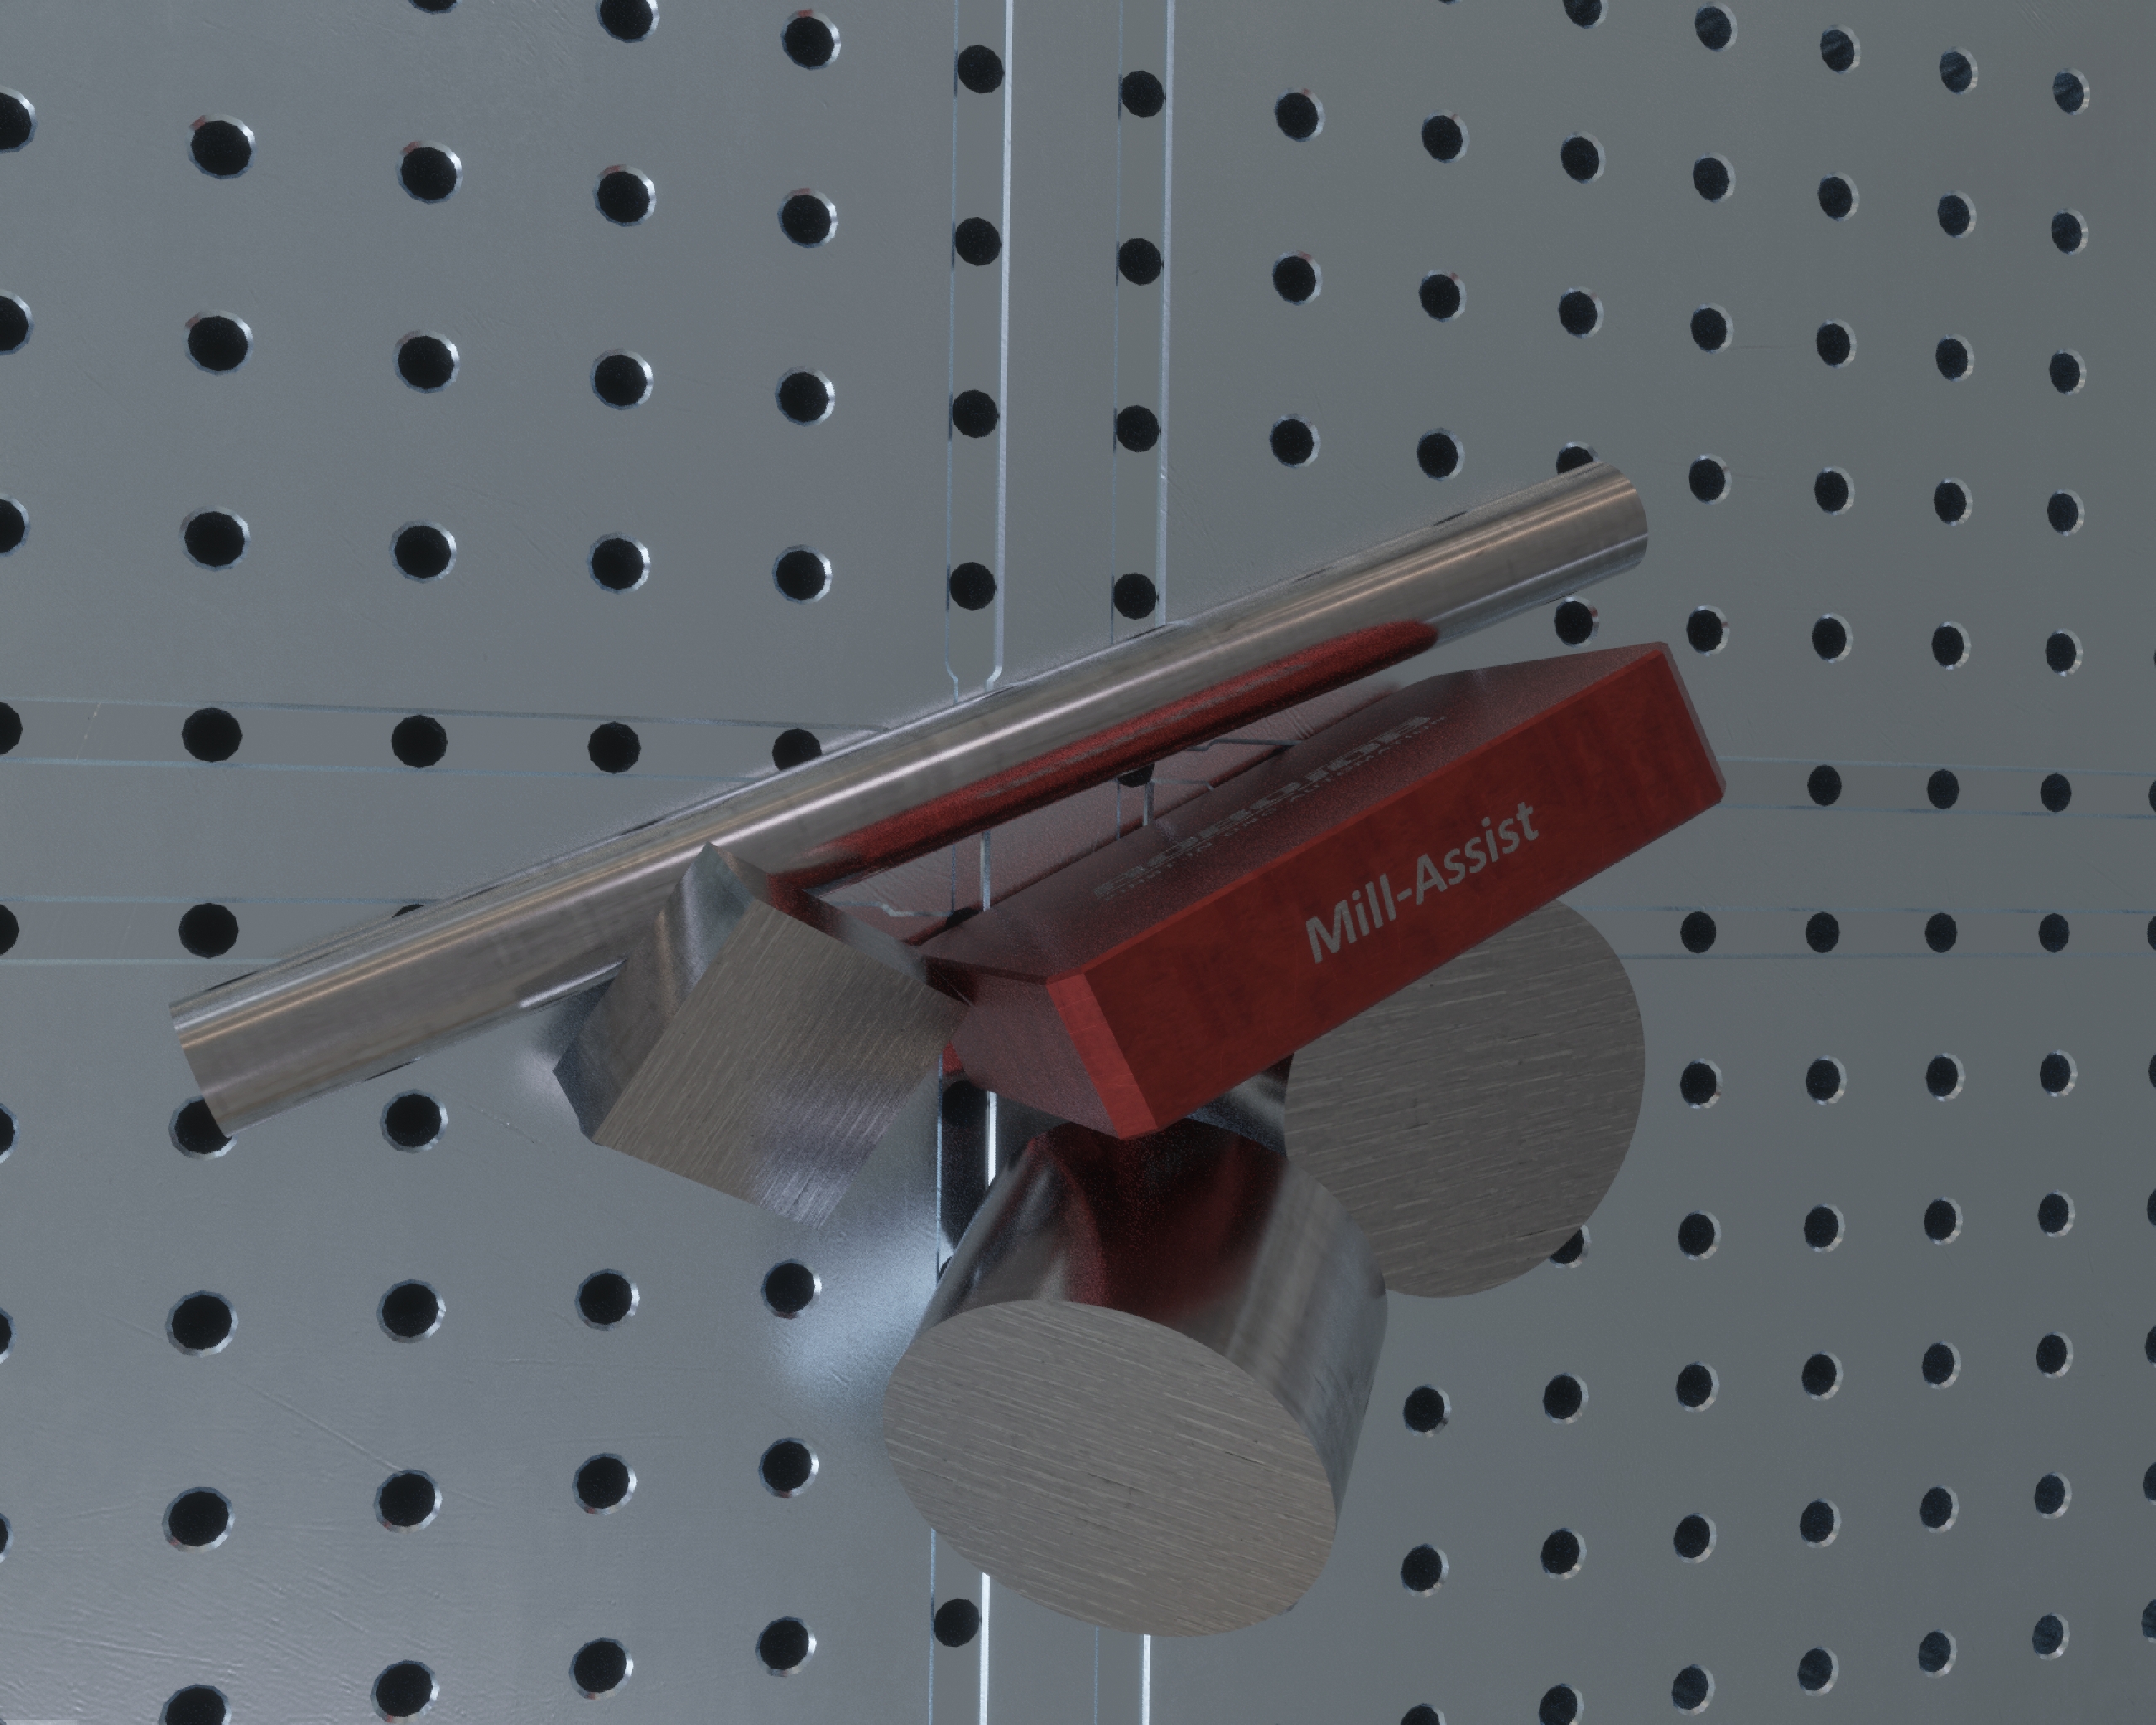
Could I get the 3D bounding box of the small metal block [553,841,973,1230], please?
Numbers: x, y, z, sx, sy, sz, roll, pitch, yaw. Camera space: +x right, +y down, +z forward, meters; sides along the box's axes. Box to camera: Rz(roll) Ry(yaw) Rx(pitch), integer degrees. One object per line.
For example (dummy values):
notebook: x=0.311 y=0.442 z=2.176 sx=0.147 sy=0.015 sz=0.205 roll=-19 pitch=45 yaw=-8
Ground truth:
small metal block: x=-0.056 y=0.032 z=0.375 sx=0.050 sy=0.025 sz=0.050 roll=31 pitch=96 yaw=-37

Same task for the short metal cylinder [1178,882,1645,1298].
short metal cylinder: x=0.064 y=0.040 z=0.414 sx=0.081 sy=0.050 sz=0.079 roll=-4 pitch=100 yaw=-24

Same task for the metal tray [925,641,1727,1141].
metal tray: x=0.042 y=0.002 z=0.390 sx=0.131 sy=0.090 sz=0.030 roll=-28 pitch=100 yaw=-18

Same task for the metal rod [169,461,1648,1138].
metal rod: x=-0.017 y=-0.020 z=0.402 sx=0.302 sy=0.025 sz=0.025 roll=-23 pitch=98 yaw=-19

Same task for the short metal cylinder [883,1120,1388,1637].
short metal cylinder: x=0.012 y=0.092 z=0.377 sx=0.080 sy=0.080 sz=0.050 roll=49 pitch=34 yaw=-14
